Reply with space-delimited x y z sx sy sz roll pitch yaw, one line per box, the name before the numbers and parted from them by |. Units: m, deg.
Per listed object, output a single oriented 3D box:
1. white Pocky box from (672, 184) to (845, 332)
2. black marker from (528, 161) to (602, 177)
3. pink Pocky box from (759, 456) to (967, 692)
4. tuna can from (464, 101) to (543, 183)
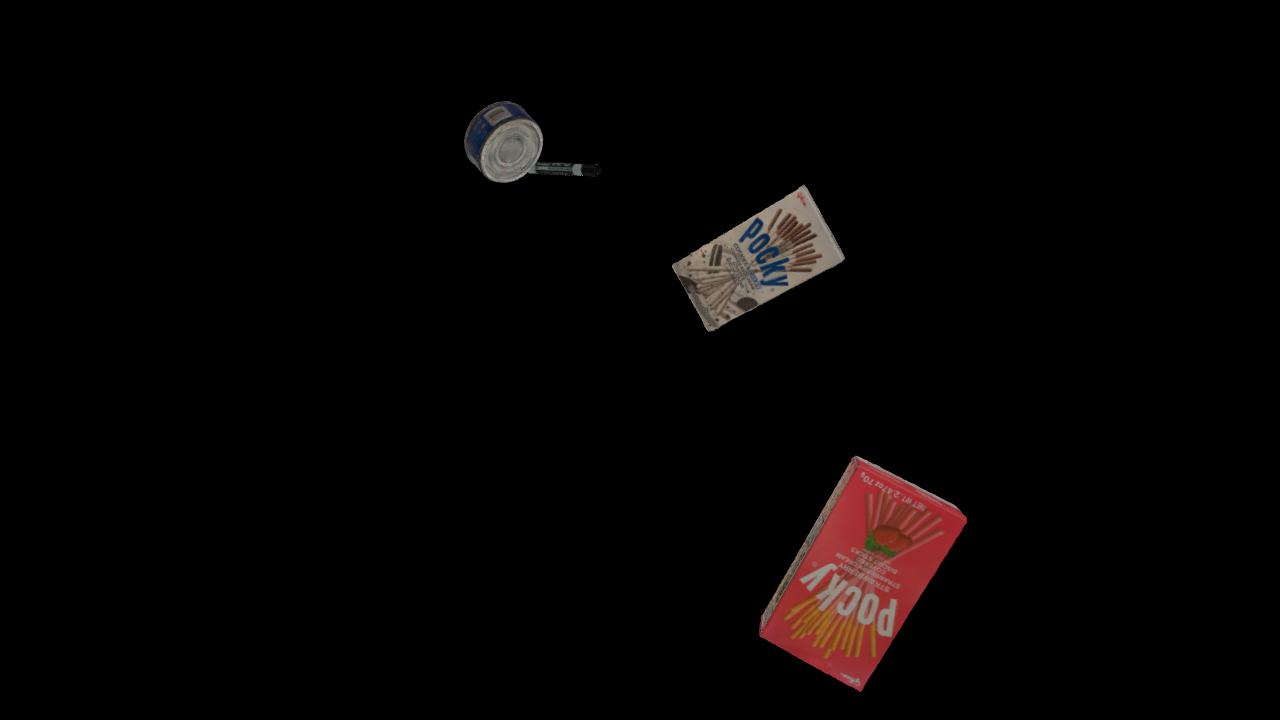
white Pocky box | 0.117 -0.099 0.622 0.154 0.084 0.028 -28 3 26
black marker | -0.113 -0.286 0.921 0.121 0.020 0.020 9 3 20
pink Pocky box | 0.160 0.157 0.452 0.084 0.155 0.029 27 11 6
tuna can | -0.150 -0.241 0.686 0.034 0.084 0.084 48 23 22
